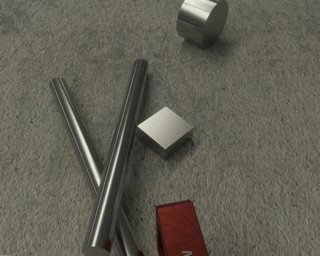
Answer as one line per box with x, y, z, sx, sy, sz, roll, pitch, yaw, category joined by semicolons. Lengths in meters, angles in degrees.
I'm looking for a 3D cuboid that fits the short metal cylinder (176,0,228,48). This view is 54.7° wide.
0.072;-0.182;0.522;0.050;0.080;0.080;31;57;23;short metal cylinder

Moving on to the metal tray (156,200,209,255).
0.024;0.136;0.246;0.030;0.089;0.130;-9;51;-8;metal tray

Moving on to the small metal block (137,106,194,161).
0.007;0.006;0.398;0.050;0.025;0.050;-36;59;-27;small metal block

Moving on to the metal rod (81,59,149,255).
-0.043;0.005;0.377;0.025;0.025;0.300;4;44;3;metal rod

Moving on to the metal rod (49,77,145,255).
-0.083;0.039;0.369;0.025;0.025;0.300;-21;53;-17;metal rod
